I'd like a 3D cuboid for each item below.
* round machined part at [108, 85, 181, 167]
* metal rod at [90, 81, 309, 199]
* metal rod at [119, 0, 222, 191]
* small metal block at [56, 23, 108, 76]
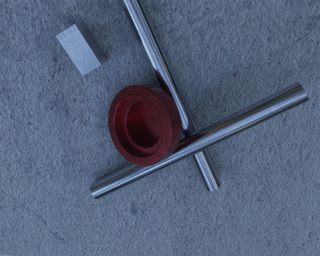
[{"bbox_3d":[-0.014,-0.005,0.382,0.098,0.042,0.097,9,105,36],"label":"round machined part"},{"bbox_3d":[0.034,0.025,0.393,0.300,0.025,0.025,-28,108,19],"label":"metal rod"},{"bbox_3d":[0.015,-0.046,0.393,0.025,0.025,0.299,-23,109,8],"label":"metal rod"},{"bbox_3d":[-0.089,-0.093,0.361,0.025,0.050,0.050,-29,108,10],"label":"small metal block"}]
